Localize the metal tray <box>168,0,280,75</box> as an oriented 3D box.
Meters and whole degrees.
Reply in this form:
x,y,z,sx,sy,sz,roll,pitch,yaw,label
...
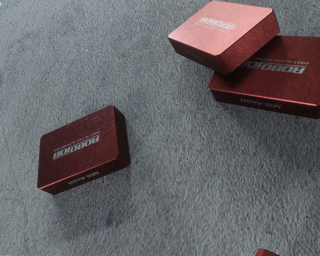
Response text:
x,y,z,sx,sy,sz,roll,pitch,yaw,label
0.078,-0.125,0.411,0.090,0.030,0.130,-40,36,-5,metal tray

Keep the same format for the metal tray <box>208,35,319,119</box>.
x,y,z,sx,sy,sz,roll,pitch,yaw,label
0.135,-0.067,0.371,0.130,0.030,0.090,15,69,34,metal tray

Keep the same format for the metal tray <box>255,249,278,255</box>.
x,y,z,sx,sy,sz,roll,pitch,yaw,label
0.124,0.133,0.196,0.130,0.090,0.030,16,59,34,metal tray

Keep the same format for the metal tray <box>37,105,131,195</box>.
x,y,z,sx,sy,sz,roll,pitch,yaw,label
-0.110,0.031,0.439,0.130,0.030,0.090,-22,53,14,metal tray
